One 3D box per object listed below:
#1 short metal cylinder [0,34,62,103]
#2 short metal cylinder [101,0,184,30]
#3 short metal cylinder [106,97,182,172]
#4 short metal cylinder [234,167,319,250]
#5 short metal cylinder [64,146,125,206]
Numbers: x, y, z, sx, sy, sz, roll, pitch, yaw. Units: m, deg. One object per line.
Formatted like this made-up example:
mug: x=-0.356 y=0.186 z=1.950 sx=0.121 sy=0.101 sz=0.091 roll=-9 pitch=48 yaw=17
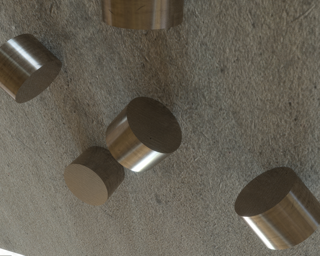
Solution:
short metal cylinder: x=-0.181 y=-0.079 z=0.418 sx=0.050 sy=0.080 sz=0.080 roll=44 pitch=129 yaw=-2
short metal cylinder: x=-0.017 y=-0.131 z=0.299 sx=0.080 sy=0.080 sz=0.050 roll=15 pitch=124 yaw=20
short metal cylinder: x=-0.020 y=0.008 z=0.387 sx=0.080 sy=0.080 sz=0.050 roll=45 pitch=129 yaw=-4
short metal cylinder: x=0.134 y=0.090 z=0.356 sx=0.080 sy=0.080 sz=0.050 roll=-35 pitch=99 yaw=38
short metal cylinder: x=-0.104 y=0.076 z=0.492 sx=0.080 sy=0.050 sz=0.079 roll=13 pitch=124 yaw=21
